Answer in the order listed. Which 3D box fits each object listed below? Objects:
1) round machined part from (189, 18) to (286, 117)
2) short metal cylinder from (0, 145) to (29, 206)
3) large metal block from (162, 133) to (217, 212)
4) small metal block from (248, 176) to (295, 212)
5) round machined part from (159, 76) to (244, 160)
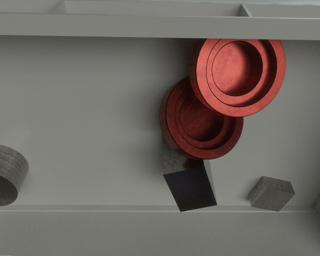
[{"bbox_3d":[0.077,-0.063,0.328,0.099,0.042,0.097,-3,104,-13],"label":"round machined part"},{"bbox_3d":[-0.239,0.069,0.448,0.081,0.050,0.079,0,130,0],"label":"short metal cylinder"},{"bbox_3d":[0.039,0.053,0.419,0.050,0.080,0.080,-14,129,11],"label":"large metal block"},{"bbox_3d":[0.180,0.108,0.504,0.050,0.025,0.050,13,129,-11],"label":"small metal block"},{"bbox_3d":[0.045,-0.011,0.366,0.099,0.098,0.042,20,167,-17],"label":"round machined part"}]
